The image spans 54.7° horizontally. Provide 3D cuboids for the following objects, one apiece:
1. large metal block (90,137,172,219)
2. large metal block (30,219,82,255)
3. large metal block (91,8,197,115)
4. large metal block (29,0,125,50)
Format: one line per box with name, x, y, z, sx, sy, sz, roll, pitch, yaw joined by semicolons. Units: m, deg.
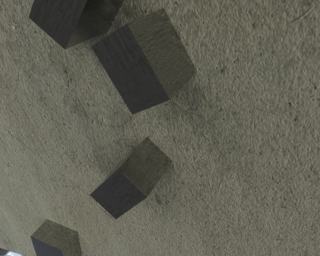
large metal block;-0.040;0.070;0.435;0.050;0.080;0.080;45;129;-3
large metal block;-0.220;0.254;0.664;0.080;0.050;0.079;14;124;20
large metal block;-0.013;-0.073;0.333;0.050;0.080;0.080;-19;108;35
large metal block;-0.080;-0.140;0.327;0.050;0.080;0.080;42;129;-1
